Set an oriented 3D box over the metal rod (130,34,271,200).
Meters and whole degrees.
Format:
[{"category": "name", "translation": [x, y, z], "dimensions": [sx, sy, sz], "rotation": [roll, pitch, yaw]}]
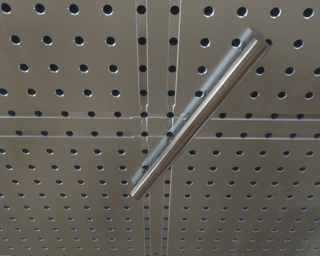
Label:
[{"category": "metal rod", "translation": [0.036, 0.006, 0.416], "dimensions": [0.025, 0.025, 0.298], "rotation": [23, 126, -18]}]
